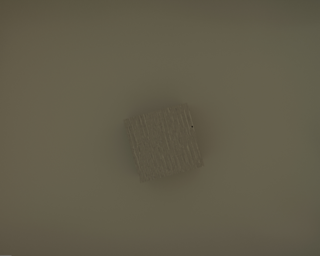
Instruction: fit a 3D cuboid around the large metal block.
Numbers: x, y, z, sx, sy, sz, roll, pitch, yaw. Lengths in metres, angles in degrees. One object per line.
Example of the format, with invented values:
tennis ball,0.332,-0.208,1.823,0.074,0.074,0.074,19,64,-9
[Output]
large metal block,0.005,0.018,0.399,0.080,0.050,0.080,-15,90,0
